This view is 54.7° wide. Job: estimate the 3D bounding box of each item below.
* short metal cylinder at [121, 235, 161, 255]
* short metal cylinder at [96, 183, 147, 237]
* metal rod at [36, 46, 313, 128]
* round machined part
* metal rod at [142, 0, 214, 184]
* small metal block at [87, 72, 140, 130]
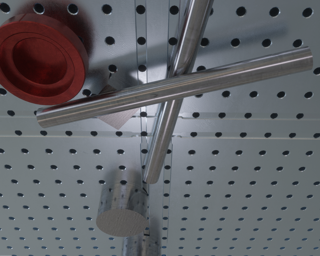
[{"bbox_3d":[-0.038,0.257,0.614,0.081,0.050,0.079,0,130,0],"label":"short metal cylinder"},{"bbox_3d":[-0.061,0.135,0.510,0.081,0.050,0.079,0,130,0],"label":"short metal cylinder"},{"bbox_3d":[0.006,-0.042,0.341,0.301,0.025,0.025,-12,129,10],"label":"metal rod"},{"bbox_3d":[-0.127,-0.076,0.335,0.099,0.042,0.097,0,130,0],"label":"round machined part"},{"bbox_3d":[0.016,-0.035,0.381,0.025,0.025,0.298,9,130,-8],"label":"metal rod"},{"bbox_3d":[-0.057,-0.032,0.384,0.050,0.025,0.050,33,123,-25],"label":"small metal block"}]
